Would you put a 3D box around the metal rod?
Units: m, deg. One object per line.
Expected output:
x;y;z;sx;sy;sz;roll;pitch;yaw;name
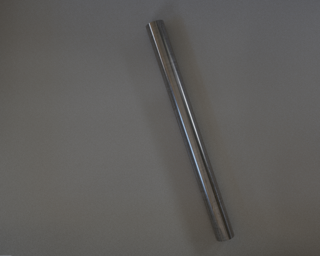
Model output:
0.040;0.004;0.411;0.025;0.025;0.298;-18;90;0;metal rod
